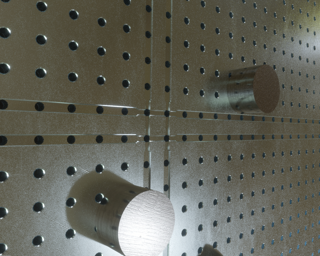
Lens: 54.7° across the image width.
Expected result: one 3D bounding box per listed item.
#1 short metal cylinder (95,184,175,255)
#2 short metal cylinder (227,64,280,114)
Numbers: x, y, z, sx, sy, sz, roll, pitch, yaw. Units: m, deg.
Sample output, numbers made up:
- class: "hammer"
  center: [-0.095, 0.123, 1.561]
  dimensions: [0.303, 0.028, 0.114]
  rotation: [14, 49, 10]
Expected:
- class: "short metal cylinder"
  center: [-0.029, 0.110, 0.369]
  dimensions: [0.081, 0.050, 0.079]
  rotation: [0, 90, -40]
- class: "short metal cylinder"
  center: [0.159, -0.064, 0.526]
  dimensions: [0.081, 0.050, 0.079]
  rotation: [0, 90, -40]
